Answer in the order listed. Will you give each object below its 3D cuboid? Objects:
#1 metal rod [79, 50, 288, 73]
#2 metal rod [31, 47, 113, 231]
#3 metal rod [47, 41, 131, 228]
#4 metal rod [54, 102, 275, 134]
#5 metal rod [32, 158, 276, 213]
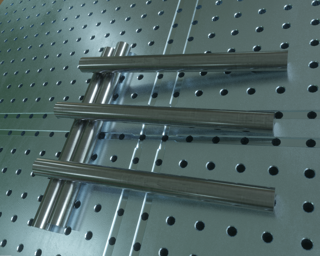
[{"bbox_3d":[0.017,-0.091,0.435,0.301,0.025,0.025,4,63,22],"label":"metal rod"},{"bbox_3d":[-0.121,0.001,0.468,0.025,0.025,0.300,1,62,28],"label":"metal rod"},{"bbox_3d":[-0.097,-0.006,0.460,0.025,0.025,0.300,1,62,28],"label":"metal rod"},{"bbox_3d":[-0.011,-0.016,0.403,0.301,0.025,0.025,4,64,23],"label":"metal rod"},{"bbox_3d":[-0.025,0.062,0.363,0.301,0.025,0.025,4,64,22],"label":"metal rod"}]
